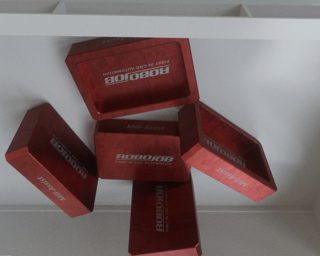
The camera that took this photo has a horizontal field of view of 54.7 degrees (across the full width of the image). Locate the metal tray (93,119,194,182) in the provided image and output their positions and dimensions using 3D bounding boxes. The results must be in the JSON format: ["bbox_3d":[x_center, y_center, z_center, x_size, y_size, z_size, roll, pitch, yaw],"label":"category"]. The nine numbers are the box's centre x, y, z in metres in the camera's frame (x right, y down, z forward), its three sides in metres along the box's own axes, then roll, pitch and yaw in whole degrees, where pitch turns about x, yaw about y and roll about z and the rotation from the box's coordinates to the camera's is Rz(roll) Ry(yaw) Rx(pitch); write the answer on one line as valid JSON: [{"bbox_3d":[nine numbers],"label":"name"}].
[{"bbox_3d":[-0.021,0.033,0.430,0.131,0.030,0.089,2,130,-3],"label":"metal tray"}]

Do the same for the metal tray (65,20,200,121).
[{"bbox_3d":[-0.027,-0.061,0.351,0.131,0.030,0.090,-10,130,8],"label":"metal tray"}]

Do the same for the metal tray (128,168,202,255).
[{"bbox_3d":[0.006,0.121,0.439,0.090,0.130,0.030,-10,130,7],"label":"metal tray"}]

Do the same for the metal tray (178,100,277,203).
[{"bbox_3d":[0.083,0.028,0.388,0.131,0.090,0.030,31,124,-24],"label":"metal tray"}]

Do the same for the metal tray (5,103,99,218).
[{"bbox_3d":[-0.128,0.043,0.399,0.030,0.090,0.130,-20,128,14],"label":"metal tray"}]
